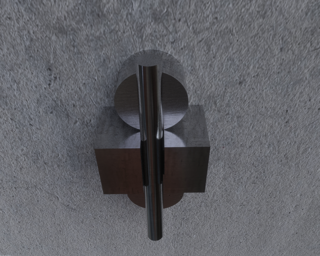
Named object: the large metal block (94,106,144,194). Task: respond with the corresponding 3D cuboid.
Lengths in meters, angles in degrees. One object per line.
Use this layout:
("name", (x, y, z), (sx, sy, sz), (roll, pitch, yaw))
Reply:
("large metal block", (-0.046, 0.027, 0.395), (0.050, 0.080, 0.079), (-1, 130, 0))

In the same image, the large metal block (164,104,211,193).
("large metal block", (0.031, 0.025, 0.394), (0.050, 0.080, 0.079), (-1, 130, 0))

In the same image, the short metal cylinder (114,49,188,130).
("short metal cylinder", (-0.009, -0.043, 0.356), (0.081, 0.050, 0.079), (0, 130, 0))

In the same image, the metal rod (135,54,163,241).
("metal rod", (-0.009, 0.050, 0.385), (0.025, 0.025, 0.298), (-1, 130, 0))

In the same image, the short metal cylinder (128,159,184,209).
("short metal cylinder", (-0.006, 0.075, 0.457), (0.081, 0.050, 0.079), (0, 130, 0))
